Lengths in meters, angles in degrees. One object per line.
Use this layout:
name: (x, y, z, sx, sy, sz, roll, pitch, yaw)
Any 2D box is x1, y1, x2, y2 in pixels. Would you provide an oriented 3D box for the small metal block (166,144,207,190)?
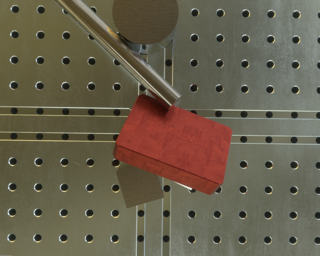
small metal block: (0.031, 0.046, 0.401, 0.050, 0.025, 0.050, 27, 128, -1)

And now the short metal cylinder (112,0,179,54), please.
short metal cylinder: (-0.018, -0.141, 0.401, 0.081, 0.050, 0.079, 0, 90, -1)

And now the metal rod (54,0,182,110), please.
metal rod: (-0.088, -0.136, 0.399, 0.300, 0.025, 0.025, 44, 90, 4)

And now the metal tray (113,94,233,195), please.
metal tray: (0.019, 0.018, 0.386, 0.131, 0.030, 0.090, 21, 50, -1)

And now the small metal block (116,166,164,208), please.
small metal block: (-0.026, 0.073, 0.413, 0.050, 0.025, 0.050, -16, 90, -1)
